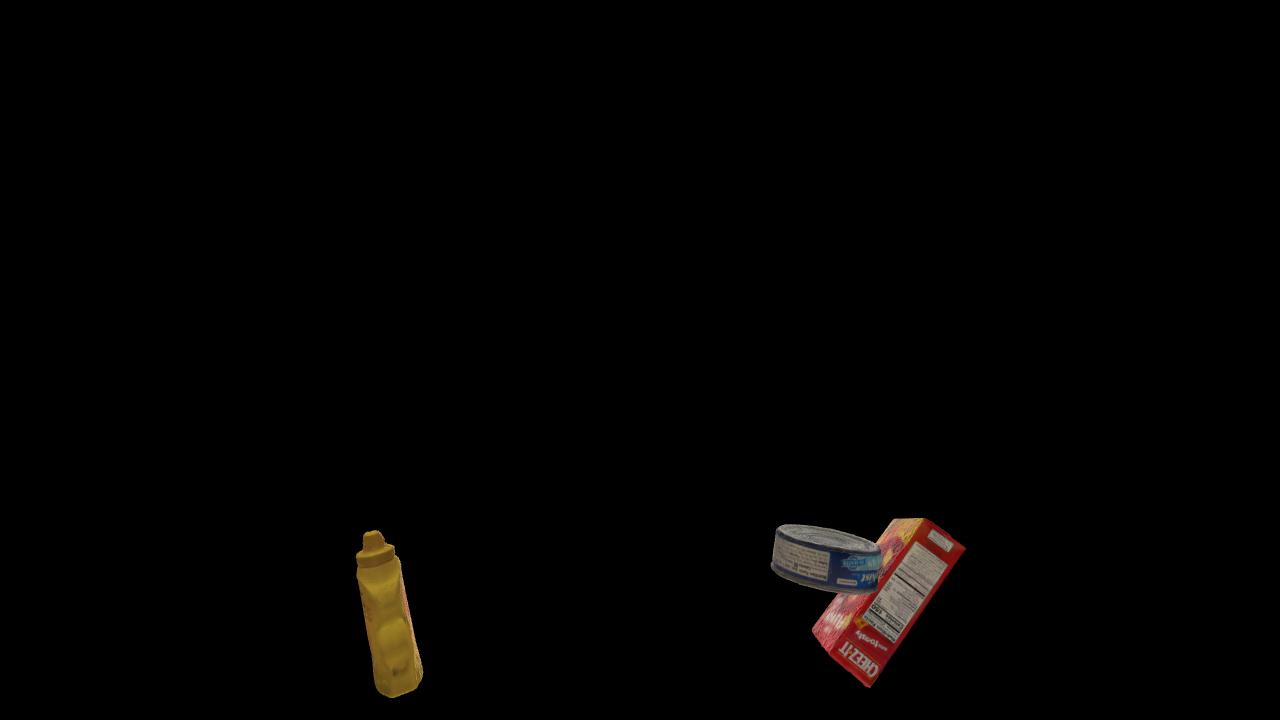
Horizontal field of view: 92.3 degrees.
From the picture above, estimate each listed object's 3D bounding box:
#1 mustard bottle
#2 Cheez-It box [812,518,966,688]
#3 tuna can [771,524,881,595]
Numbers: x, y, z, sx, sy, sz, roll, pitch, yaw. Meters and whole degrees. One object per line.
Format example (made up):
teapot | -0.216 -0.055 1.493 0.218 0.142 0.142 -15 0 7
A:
mustard bottle | -0.302 0.292 0.729 0.054 0.184 0.092 -11 3 -22
Cheez-It box | 0.342 0.329 0.867 0.071 0.223 0.166 38 -7 15
tuna can | 0.150 0.159 0.498 0.084 0.034 0.084 8 -3 0
